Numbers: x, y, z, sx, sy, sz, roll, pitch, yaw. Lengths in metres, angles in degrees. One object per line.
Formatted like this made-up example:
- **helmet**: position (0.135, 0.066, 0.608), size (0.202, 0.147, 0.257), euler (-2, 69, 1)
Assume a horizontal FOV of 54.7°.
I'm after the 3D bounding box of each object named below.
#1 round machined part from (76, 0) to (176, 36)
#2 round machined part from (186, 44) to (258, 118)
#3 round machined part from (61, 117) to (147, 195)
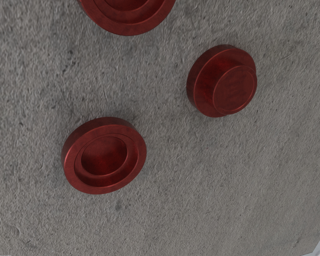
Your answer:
- **round machined part**: position (-0.034, -0.140, 0.290), size (0.099, 0.042, 0.097), euler (-14, 124, -21)
- **round machined part**: position (0.088, -0.057, 0.409), size (0.099, 0.042, 0.097), euler (-14, 124, -21)
- **round machined part**: position (-0.069, 0.029, 0.376), size (0.099, 0.042, 0.097), euler (-14, 124, -21)
